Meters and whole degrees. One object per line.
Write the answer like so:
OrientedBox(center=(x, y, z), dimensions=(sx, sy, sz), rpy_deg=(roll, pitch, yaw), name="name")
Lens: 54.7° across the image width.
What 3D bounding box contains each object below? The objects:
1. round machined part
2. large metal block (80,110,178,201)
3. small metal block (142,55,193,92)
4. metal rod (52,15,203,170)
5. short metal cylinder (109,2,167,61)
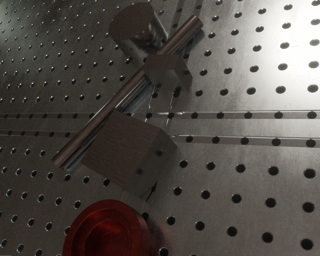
OrientedBox(center=(-0.055, 0.133, 0.343), dimensions=(0.098, 0.042, 0.098), rpy_deg=(-13, 56, 20), name="round machined part")
OrientedBox(center=(-0.039, 0.033, 0.391), dimensions=(0.080, 0.050, 0.080), rpy_deg=(21, 73, 35), name="large metal block")
OrientedBox(center=(0.011, -0.076, 0.432), dimensions=(0.050, 0.050, 0.025), rpy_deg=(8, 66, 31), name="small metal block")
OrientedBox(center=(-0.045, -0.056, 0.464), dimensions=(0.300, 0.025, 0.025), rpy_deg=(-47, 52, -5), name="metal rod")
OrientedBox(center=(-0.035, -0.156, 0.505), dimensions=(0.080, 0.050, 0.080), rpy_deg=(-13, 57, 20), name="short metal cylinder")
